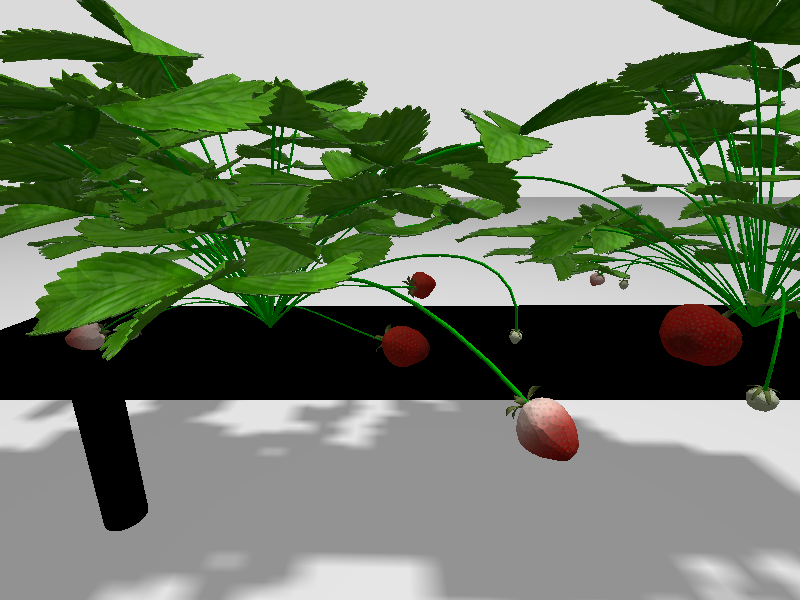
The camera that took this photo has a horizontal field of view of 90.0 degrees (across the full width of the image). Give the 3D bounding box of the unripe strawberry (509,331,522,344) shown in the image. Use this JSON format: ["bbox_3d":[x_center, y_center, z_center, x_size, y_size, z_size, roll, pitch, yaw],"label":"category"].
[{"bbox_3d":[0.090,0.029,0.313,0.010,0.011,0.011,4,17,15],"label":"unripe strawberry"}]

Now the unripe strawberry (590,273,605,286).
[{"bbox_3d":[0.254,-0.026,0.516,0.019,0.017,0.017,-8,-39,-25],"label":"unripe strawberry"}]

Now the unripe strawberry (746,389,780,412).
[{"bbox_3d":[0.211,0.059,0.234,0.015,0.013,0.013,13,21,38],"label":"unripe strawberry"}]

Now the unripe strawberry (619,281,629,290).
[{"bbox_3d":[0.272,-0.018,0.488,0.011,0.011,0.010,-7,18,-24],"label":"unripe strawberry"}]

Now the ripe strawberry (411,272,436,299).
[{"bbox_3d":[0.028,-0.018,0.467,0.032,0.031,0.030,-10,19,-33],"label":"ripe strawberry"}]

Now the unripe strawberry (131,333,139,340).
[{"bbox_3d":[-0.228,0.029,0.339,0.011,0.011,0.013,35,3,-23],"label":"unripe strawberry"}]

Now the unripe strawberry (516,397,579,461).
[{"bbox_3d":[0.072,0.063,0.195,0.031,0.031,0.027,-17,-33,-44],"label":"unripe strawberry"}]

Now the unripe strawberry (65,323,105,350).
[{"bbox_3d":[-0.251,0.030,0.318,0.025,0.025,0.023,-18,21,-17],"label":"unripe strawberry"}]

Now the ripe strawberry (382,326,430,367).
[{"bbox_3d":[0.005,0.033,0.289,0.034,0.029,0.034,11,20,32],"label":"ripe strawberry"}]

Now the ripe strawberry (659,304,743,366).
[{"bbox_3d":[0.215,0.026,0.290,0.049,0.042,0.049,-12,20,-33],"label":"ripe strawberry"}]
